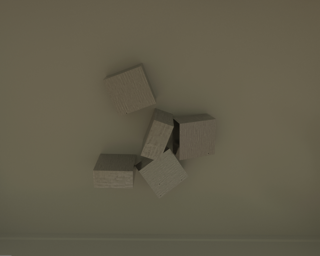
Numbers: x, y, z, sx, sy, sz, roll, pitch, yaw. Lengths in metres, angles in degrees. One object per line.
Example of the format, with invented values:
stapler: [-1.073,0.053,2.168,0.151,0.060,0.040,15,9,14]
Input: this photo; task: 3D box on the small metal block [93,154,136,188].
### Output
small metal block: [-0.059,0.057,0.418,0.050,0.050,0.025,1,110,0]

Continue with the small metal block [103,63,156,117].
small metal block: [-0.037,-0.049,0.393,0.050,0.025,0.050,-19,109,7]

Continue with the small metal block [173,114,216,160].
small metal block: [0.045,0.011,0.408,0.050,0.025,0.050,-8,111,-17]

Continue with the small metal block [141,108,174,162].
small metal block: [-0.003,0.008,0.401,0.025,0.050,0.050,19,109,-6]

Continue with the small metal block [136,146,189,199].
small metal block: [0.002,0.059,0.425,0.050,0.025,0.050,-36,108,-8]
